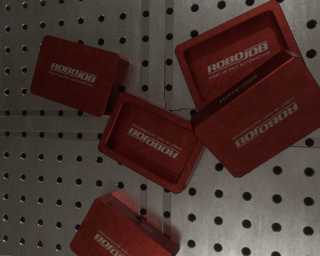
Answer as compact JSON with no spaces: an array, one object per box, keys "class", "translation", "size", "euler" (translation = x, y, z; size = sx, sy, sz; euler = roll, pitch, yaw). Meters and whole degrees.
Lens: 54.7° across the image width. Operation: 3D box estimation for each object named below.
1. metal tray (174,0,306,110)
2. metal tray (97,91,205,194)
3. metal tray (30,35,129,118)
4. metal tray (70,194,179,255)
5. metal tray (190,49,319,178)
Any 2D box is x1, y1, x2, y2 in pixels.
[{"class":"metal tray","translation":[0.094,-0.082,0.376],"size":[0.130,0.030,0.090],"euler":[-22,83,18]},{"class":"metal tray","translation":[-0.009,0.017,0.412],"size":[0.130,0.030,0.090],"euler":[26,98,17]},{"class":"metal tray","translation":[-0.119,-0.076,0.451],"size":[0.130,0.030,0.089],"euler":[19,96,18]},{"class":"metal tray","translation":[-0.051,0.165,0.427],"size":[0.130,0.030,0.090],"euler":[33,100,16]},{"class":"metal tray","translation":[0.112,-0.012,0.346],"size":[0.130,0.030,0.090],"euler":[-37,114,16]}]
